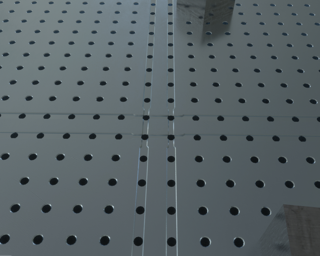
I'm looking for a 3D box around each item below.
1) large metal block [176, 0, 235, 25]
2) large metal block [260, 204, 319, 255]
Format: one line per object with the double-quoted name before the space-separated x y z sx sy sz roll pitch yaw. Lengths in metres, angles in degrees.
"large metal block" 0.090 -0.254 0.606 0.080 0.050 0.080 -30 56 -23
"large metal block" 0.126 0.123 0.269 0.050 0.080 0.080 5 50 4
